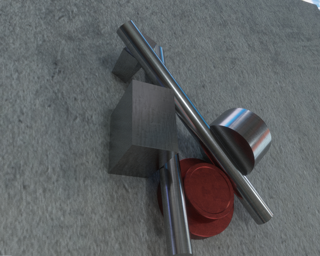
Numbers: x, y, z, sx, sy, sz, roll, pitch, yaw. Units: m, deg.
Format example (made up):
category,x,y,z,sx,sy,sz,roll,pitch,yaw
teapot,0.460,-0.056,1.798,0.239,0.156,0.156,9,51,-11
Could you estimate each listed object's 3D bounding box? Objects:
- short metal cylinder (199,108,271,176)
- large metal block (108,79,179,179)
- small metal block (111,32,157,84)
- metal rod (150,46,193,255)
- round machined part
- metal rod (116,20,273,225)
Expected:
category,x,y,z,sx,sy,sz,roll,pitch,yaw
short metal cylinder,0.100,0.020,0.414,0.080,0.080,0.050,49,51,5
large metal block,-0.022,0.005,0.357,0.050,0.080,0.080,11,57,-23
small metal block,-0.036,-0.097,0.430,0.025,0.050,0.050,39,51,-3
metal rod,0.007,0.004,0.388,0.025,0.025,0.299,11,51,-23
round machined part,0.050,0.081,0.374,0.099,0.042,0.098,14,56,-21
metal rod,0.045,-0.006,0.390,0.025,0.025,0.299,-38,92,-39
